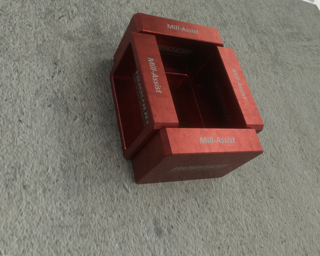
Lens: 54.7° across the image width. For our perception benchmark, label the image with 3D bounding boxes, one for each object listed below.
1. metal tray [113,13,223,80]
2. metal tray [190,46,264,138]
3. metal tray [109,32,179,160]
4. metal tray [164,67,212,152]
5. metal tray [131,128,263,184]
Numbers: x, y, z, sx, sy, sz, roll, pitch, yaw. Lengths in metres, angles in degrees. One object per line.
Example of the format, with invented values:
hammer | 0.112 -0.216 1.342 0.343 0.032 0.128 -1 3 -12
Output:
metal tray | 0.011 -0.107 0.436 0.131 0.090 0.030 1 62 -28
metal tray | 0.083 -0.036 0.432 0.030 0.090 0.130 1 61 -28
metal tray | -0.025 -0.037 0.374 0.030 0.090 0.130 1 61 -28
metal tray | 0.016 -0.023 0.426 0.091 0.030 0.130 1 61 -28
metal tray | 0.043 0.034 0.367 0.131 0.090 0.030 1 62 -28
